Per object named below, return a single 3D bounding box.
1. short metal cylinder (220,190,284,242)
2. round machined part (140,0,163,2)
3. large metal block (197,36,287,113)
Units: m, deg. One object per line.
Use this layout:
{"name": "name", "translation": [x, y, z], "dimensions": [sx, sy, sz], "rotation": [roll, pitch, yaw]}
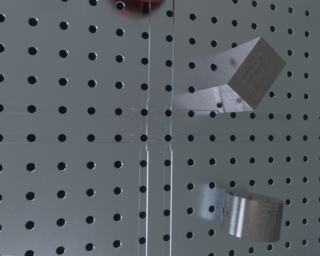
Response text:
{"name": "short metal cylinder", "translation": [0.127, 0.120, 0.431], "dimensions": [0.081, 0.080, 0.050], "rotation": [9, 87, -20]}
{"name": "round machined part", "translation": [-0.017, -0.210, 0.397], "dimensions": [0.099, 0.042, 0.097], "rotation": [0, 90, -20]}
{"name": "large metal block", "translation": [0.109, -0.069, 0.423], "dimensions": [0.050, 0.080, 0.080], "rotation": [40, 77, -16]}
